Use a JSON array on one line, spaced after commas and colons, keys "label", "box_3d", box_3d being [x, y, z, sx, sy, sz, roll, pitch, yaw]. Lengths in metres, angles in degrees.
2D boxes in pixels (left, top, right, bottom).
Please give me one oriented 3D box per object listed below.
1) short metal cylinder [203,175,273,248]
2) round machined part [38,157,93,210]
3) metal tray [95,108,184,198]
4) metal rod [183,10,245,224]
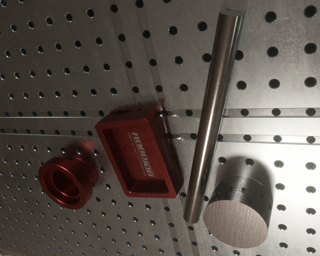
[{"label": "short metal cylinder", "box_3d": [0.104, 0.110, 0.408, 0.080, 0.050, 0.079, 13, 124, 20]}, {"label": "round machined part", "box_3d": [-0.157, 0.090, 0.536, 0.098, 0.042, 0.097, 13, 124, 20]}, {"label": "metal tray", "box_3d": [-0.028, 0.040, 0.446, 0.090, 0.030, 0.129, -6, 116, 30]}, {"label": "metal rod", "box_3d": [0.059, 0.011, 0.385, 0.025, 0.025, 0.298, 17, 125, 18]}]
